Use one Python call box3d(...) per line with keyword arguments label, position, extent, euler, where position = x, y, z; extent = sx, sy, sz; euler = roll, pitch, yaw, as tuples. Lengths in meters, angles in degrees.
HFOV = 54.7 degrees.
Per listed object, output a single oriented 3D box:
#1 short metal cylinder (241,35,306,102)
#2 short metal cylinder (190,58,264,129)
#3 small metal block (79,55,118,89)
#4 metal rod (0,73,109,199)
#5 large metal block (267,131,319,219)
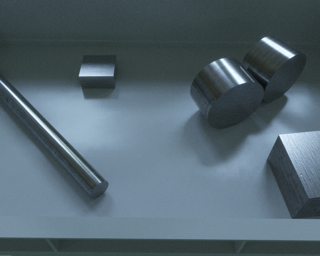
box3d(label="short metal cylinder", position=(0.159, -0.083, 0.442), extent=(0.081, 0.080, 0.050), euler=(-28, 56, -22))
box3d(label="short metal cylinder", position=(0.087, -0.045, 0.408), extent=(0.081, 0.080, 0.050), euler=(-17, 52, -14))
box3d(label="small metal block", position=(-0.094, -0.087, 0.477), extent=(0.050, 0.025, 0.050), euler=(0, 50, -1))
box3d(label="metal rod", position=(-0.172, -0.014, 0.414), extent=(0.025, 0.025, 0.300), euler=(-37, 59, -27))
box3d(label="large metal block", position=(0.180, 0.050, 0.349), extent=(0.081, 0.050, 0.080), euler=(-5, 50, -5))
